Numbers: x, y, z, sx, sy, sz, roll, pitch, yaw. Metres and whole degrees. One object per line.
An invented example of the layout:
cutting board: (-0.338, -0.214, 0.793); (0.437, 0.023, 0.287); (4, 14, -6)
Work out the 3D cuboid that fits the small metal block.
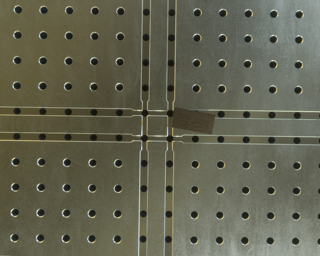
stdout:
small metal block: (0.041, -0.009, 0.401); (0.050, 0.050, 0.025); (11, 90, 0)
